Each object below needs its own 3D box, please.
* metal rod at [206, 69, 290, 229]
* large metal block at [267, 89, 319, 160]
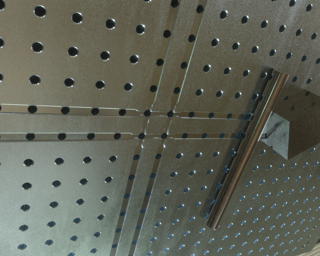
[{"bbox_3d":[0.138,0.047,0.515,0.025,0.025,0.298,3,117,-30],"label":"metal rod"},{"bbox_3d":[0.227,-0.006,0.515,0.081,0.050,0.080,-24,127,-14],"label":"large metal block"}]
